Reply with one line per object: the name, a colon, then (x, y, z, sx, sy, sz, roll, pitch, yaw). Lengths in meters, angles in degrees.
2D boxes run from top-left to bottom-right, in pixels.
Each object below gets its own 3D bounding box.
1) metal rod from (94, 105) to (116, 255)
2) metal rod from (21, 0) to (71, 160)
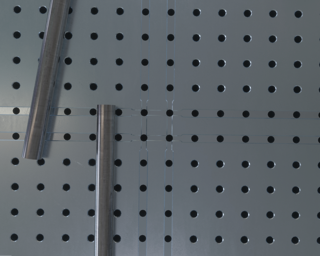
metal rod: (-0.074, 0.119, 0.412, 0.025, 0.025, 0.298, 1, 90, 0)
metal rod: (-0.144, -0.107, 0.411, 0.025, 0.025, 0.298, 10, 90, 0)
